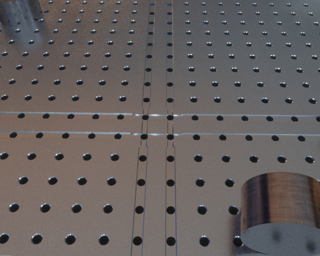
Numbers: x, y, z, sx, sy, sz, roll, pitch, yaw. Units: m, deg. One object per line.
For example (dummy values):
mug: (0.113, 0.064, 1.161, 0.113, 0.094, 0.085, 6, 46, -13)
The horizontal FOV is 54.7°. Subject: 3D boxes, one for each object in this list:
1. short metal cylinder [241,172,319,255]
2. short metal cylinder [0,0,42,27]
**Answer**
short metal cylinder: (0.120, 0.086, 0.301, 0.080, 0.080, 0.050, 7, 51, 6)
short metal cylinder: (-0.272, -0.236, 0.588, 0.081, 0.050, 0.080, 0, 50, 0)
